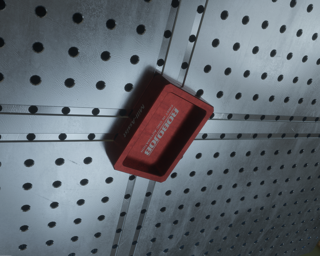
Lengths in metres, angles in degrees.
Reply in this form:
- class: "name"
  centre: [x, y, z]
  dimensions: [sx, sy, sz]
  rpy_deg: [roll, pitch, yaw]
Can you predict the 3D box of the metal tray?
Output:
- class: "metal tray"
  centre: [0.001, 0.005, 0.411]
  dimensions: [0.090, 0.030, 0.129]
  rpy_deg: [24, 106, -37]
